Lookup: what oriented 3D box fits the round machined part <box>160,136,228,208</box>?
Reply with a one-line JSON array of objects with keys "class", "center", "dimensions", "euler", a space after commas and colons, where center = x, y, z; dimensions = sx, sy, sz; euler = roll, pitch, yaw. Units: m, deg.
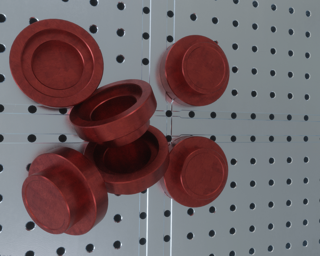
[{"class": "round machined part", "center": [0.051, 0.060, 0.422], "dimensions": [0.099, 0.042, 0.097], "euler": [0, 90, -20]}]

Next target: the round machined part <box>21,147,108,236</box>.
[{"class": "round machined part", "center": [-0.108, 0.073, 0.332], "dimensions": [0.042, 0.098, 0.098], "euler": [-31, 103, -56]}]

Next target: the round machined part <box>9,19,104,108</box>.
[{"class": "round machined part", "center": [-0.118, -0.071, 0.360], "dimensions": [0.099, 0.042, 0.097], "euler": [0, 90, -20]}]

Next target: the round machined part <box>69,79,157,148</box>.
[{"class": "round machined part", "center": [-0.050, -0.014, 0.360], "dimensions": [0.099, 0.098, 0.042], "euler": [-31, 125, -17]}]

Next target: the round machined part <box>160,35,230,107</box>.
[{"class": "round machined part", "center": [0.053, -0.078, 0.423], "dimensions": [0.099, 0.042, 0.097], "euler": [0, 90, -20]}]

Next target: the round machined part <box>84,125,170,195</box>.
[{"class": "round machined part", "center": [-0.037, 0.040, 0.370], "dimensions": [0.099, 0.098, 0.042], "euler": [-24, 134, -18]}]
